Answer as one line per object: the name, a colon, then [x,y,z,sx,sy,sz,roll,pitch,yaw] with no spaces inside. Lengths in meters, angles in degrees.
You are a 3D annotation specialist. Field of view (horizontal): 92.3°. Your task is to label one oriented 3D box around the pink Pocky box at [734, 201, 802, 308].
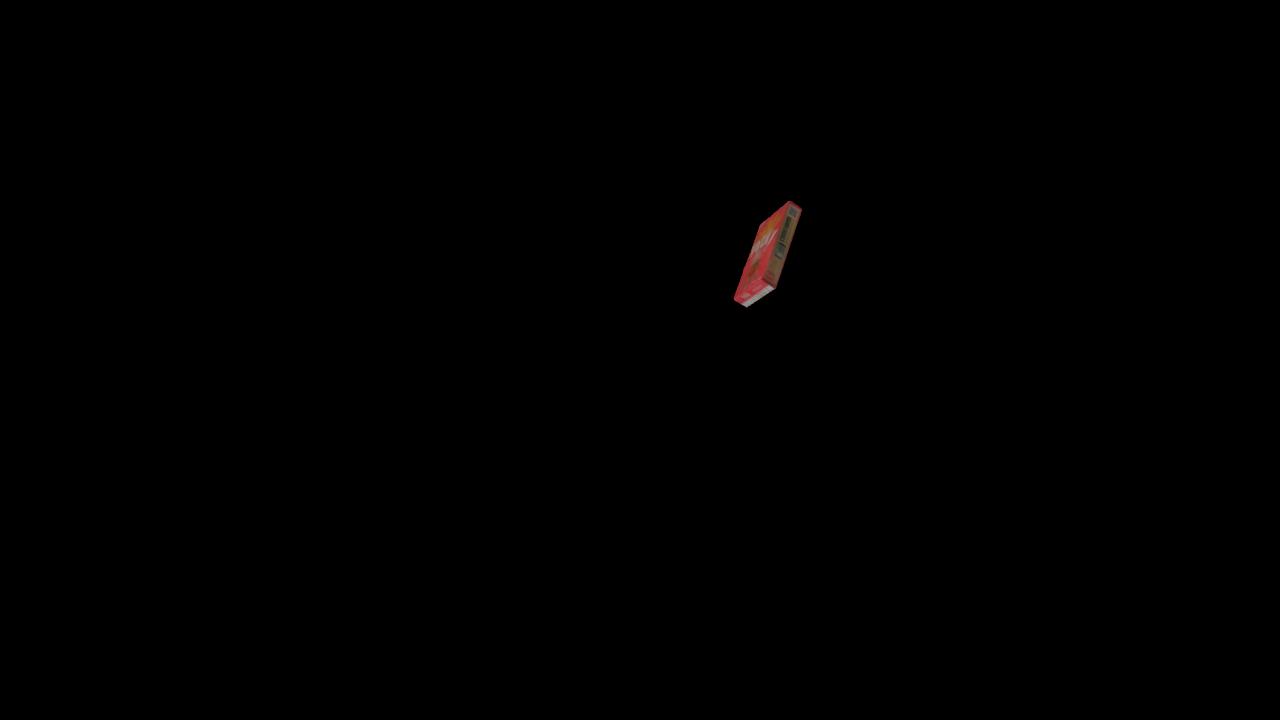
pink Pocky box: [0.195,-0.161,0.939,0.029,0.155,0.084,28,-23,-13]
